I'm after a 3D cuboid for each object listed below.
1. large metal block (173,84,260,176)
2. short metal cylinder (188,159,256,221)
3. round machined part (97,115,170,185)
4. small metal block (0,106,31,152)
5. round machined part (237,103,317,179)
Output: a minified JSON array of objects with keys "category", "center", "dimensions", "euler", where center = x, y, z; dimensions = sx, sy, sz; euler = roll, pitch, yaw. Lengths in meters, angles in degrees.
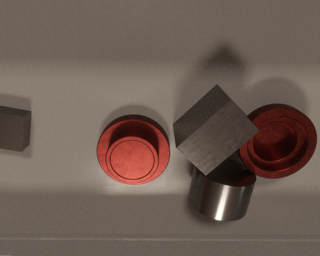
[{"category":"large metal block","center":[0.064,-0.001,0.383],"dimensions":[0.080,0.080,0.050],"euler":[-43,105,14]},{"category":"short metal cylinder","center":[0.081,0.078,0.412],"dimensions":[0.081,0.080,0.050],"euler":[8,110,-4]},{"category":"round machined part","center":[-0.036,0.034,0.415],"dimensions":[0.099,0.042,0.097],"euler":[0,110,-1]},{"category":"small metal block","center":[-0.201,0.000,0.409],"dimensions":[0.050,0.025,0.050],"euler":[10,110,-5]},{"category":"round machined part","center":[0.148,0.014,0.410],"dimensions":[0.099,0.042,0.097],"euler":[0,110,-1]}]
